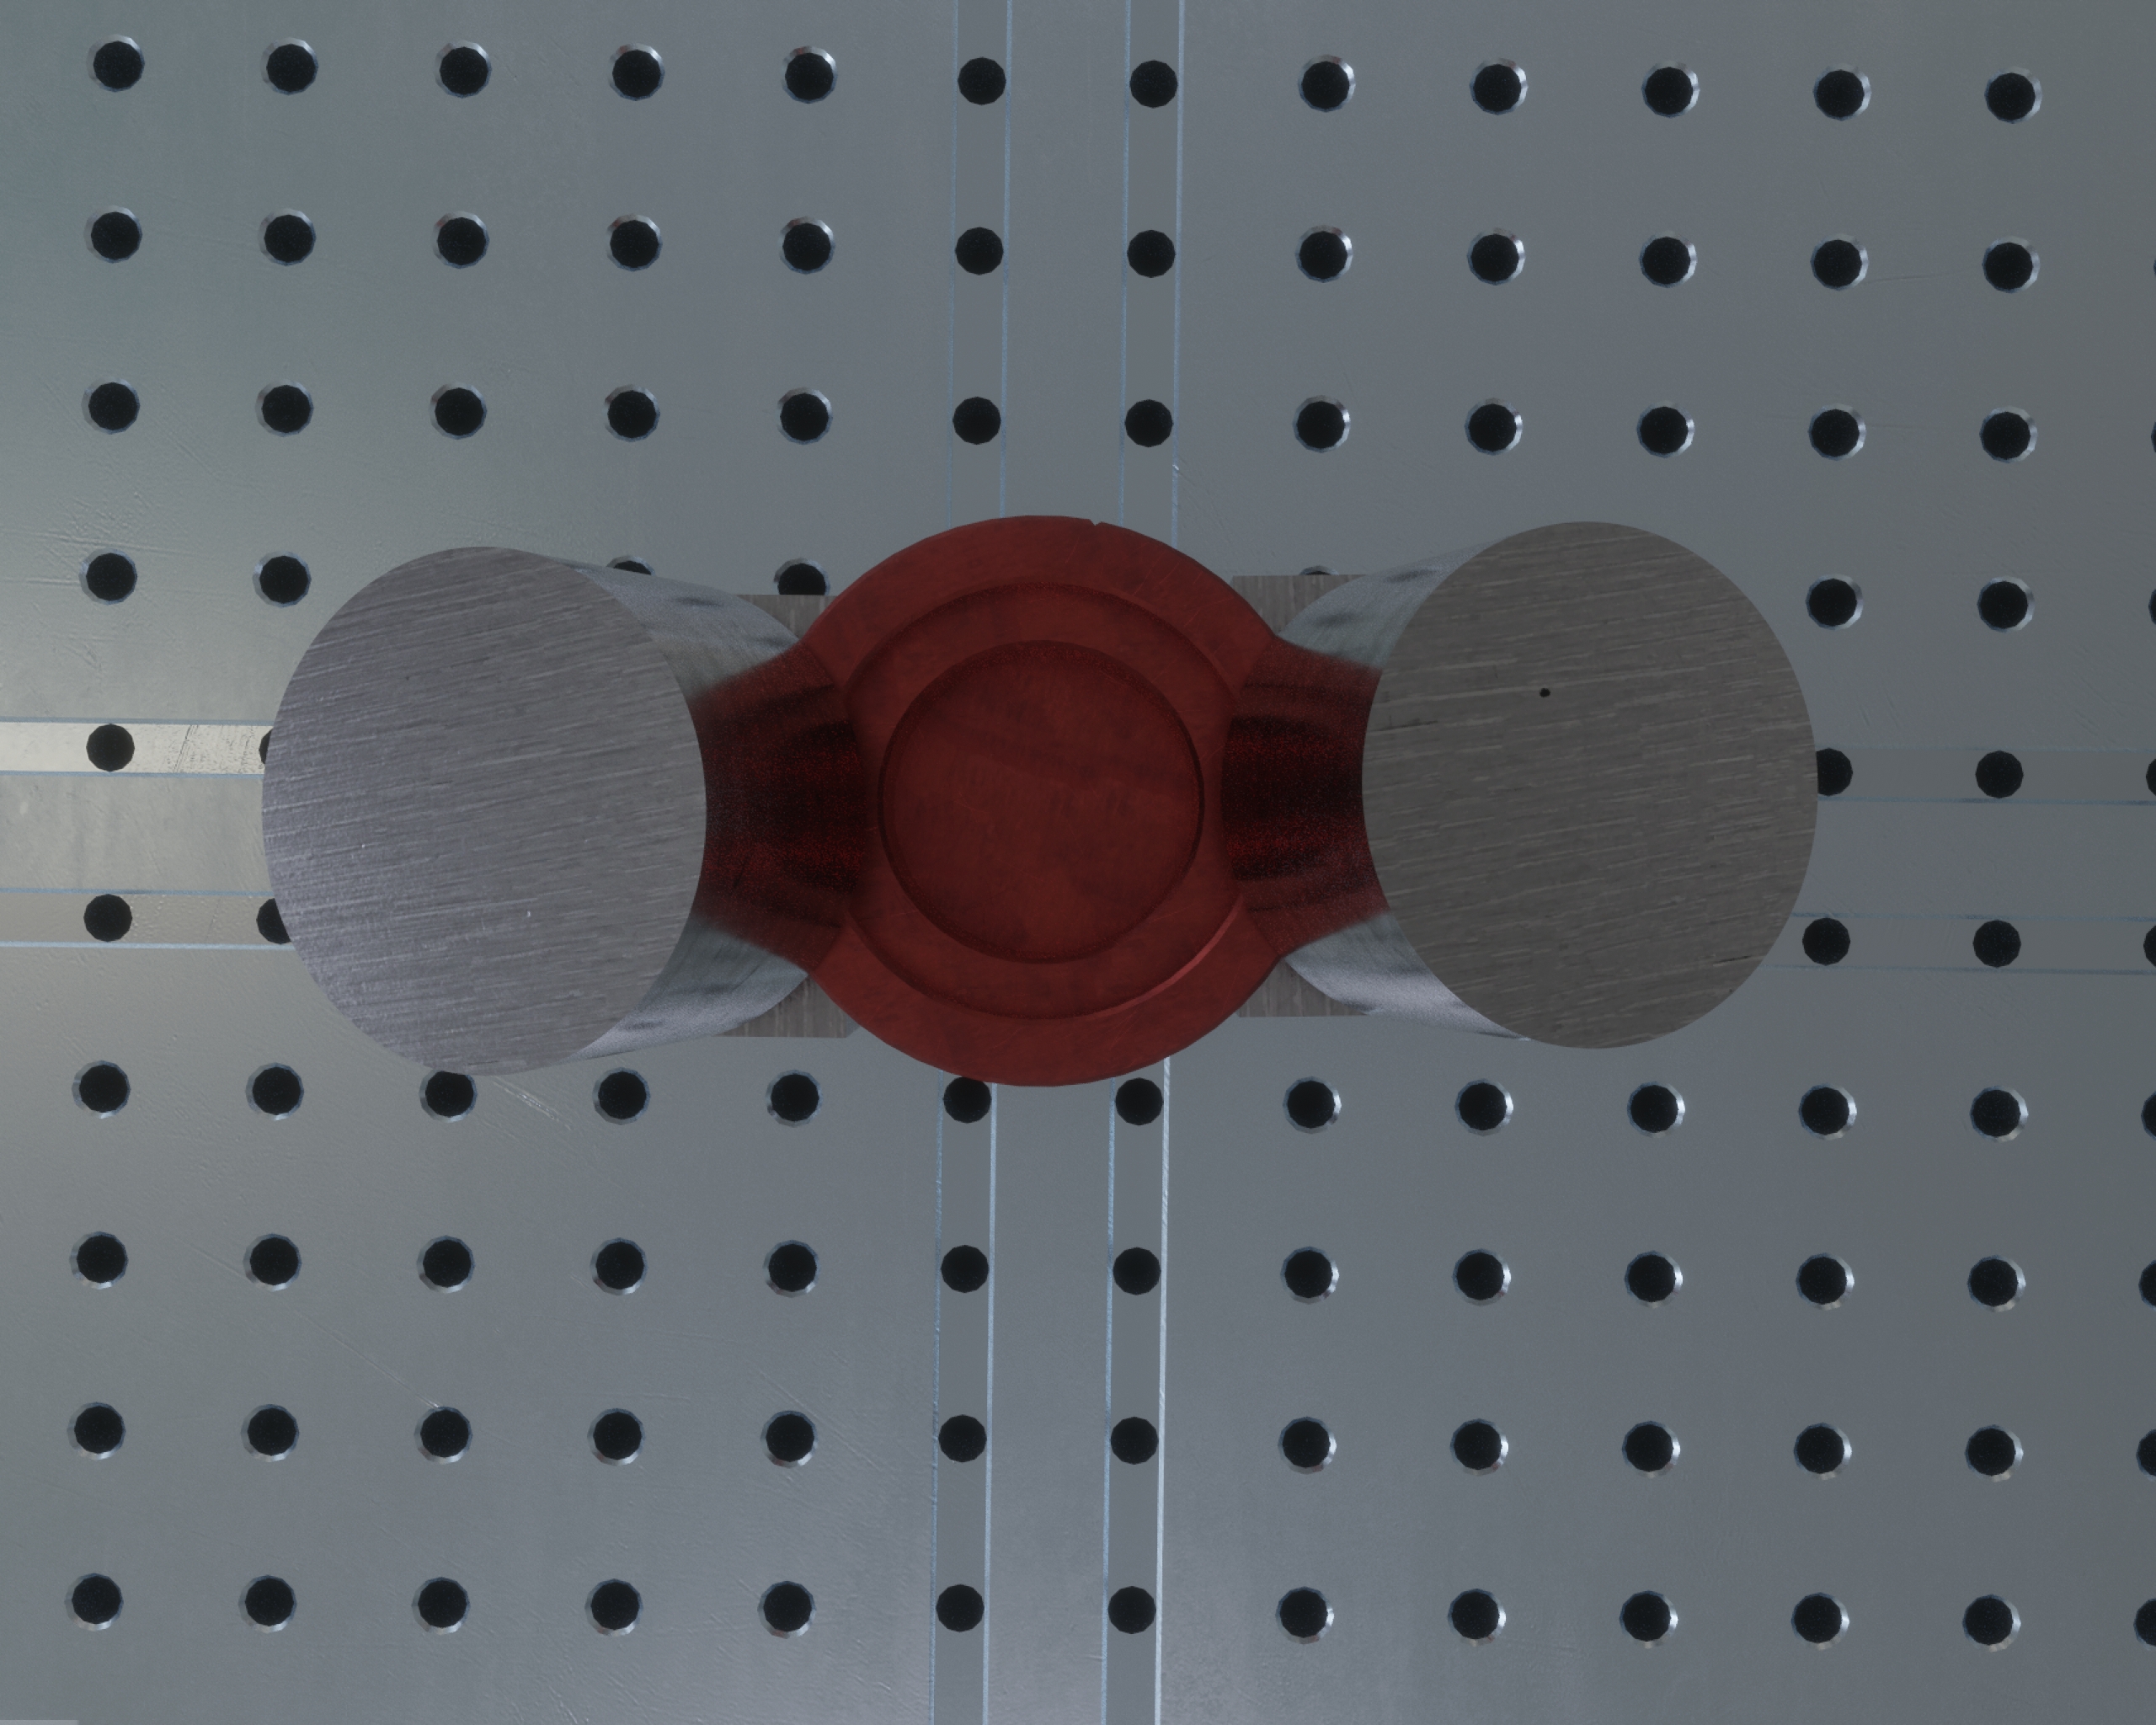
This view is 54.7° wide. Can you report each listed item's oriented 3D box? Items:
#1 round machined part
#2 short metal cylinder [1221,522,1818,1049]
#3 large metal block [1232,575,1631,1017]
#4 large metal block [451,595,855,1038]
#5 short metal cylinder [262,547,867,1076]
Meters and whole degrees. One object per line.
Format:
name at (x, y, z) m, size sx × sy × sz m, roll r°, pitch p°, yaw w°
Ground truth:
round machined part at (-0.006, -0.011, 0.375) m, size 0.099 × 0.042 × 0.097 m, roll 0°, pitch 90°, yaw 0°
short metal cylinder at (0.070, -0.012, 0.338) m, size 0.081 × 0.050 × 0.080 m, roll 0°, pitch 90°, yaw -20°
large metal block at (0.069, -0.013, 0.401) m, size 0.081 × 0.050 × 0.080 m, roll -1°, pitch 90°, yaw 0°
large metal block at (-0.081, -0.009, 0.400) m, size 0.081 × 0.050 × 0.080 m, roll 1°, pitch 90°, yaw 0°
short metal cylinder at (-0.082, -0.008, 0.337) m, size 0.080 × 0.050 × 0.079 m, roll 0°, pitch 91°, yaw 21°
